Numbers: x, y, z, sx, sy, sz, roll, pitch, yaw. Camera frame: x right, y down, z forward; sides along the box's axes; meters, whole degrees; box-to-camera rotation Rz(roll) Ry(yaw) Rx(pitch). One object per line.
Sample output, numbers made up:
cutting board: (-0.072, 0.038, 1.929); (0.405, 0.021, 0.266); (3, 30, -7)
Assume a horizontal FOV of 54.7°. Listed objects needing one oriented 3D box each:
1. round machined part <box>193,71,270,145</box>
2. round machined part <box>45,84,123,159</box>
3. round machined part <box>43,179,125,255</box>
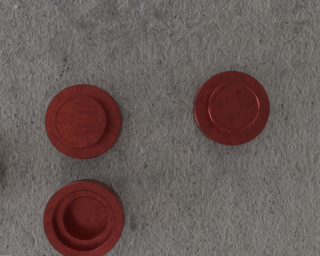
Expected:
round machined part: (0.094, -0.026, 0.402); (0.099, 0.042, 0.097); (0, 90, 0)
round machined part: (-0.100, -0.008, 0.401); (0.099, 0.042, 0.097); (0, 90, 0)
round machined part: (-0.094, 0.114, 0.401); (0.099, 0.042, 0.097); (0, 90, 0)
